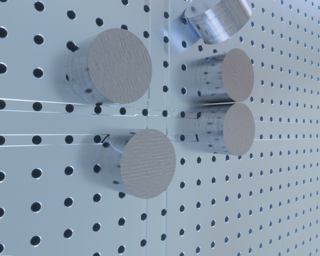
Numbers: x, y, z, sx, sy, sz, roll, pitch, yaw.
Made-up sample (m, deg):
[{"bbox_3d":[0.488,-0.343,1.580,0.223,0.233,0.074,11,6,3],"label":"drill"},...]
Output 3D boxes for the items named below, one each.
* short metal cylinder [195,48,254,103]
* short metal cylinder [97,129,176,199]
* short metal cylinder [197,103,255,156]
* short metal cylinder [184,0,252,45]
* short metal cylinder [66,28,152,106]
[{"bbox_3d":[0.101,-0.079,0.480,0.081,0.050,0.079,0,90,-40],"label":"short metal cylinder"},{"bbox_3d":[-0.027,0.041,0.372,0.081,0.050,0.079,0,90,-40],"label":"short metal cylinder"},{"bbox_3d":[0.104,0.002,0.483,0.081,0.050,0.079,0,90,-40],"label":"short metal cylinder"},{"bbox_3d":[0.083,-0.167,0.445,0.050,0.080,0.080,46,63,-31],"label":"short metal cylinder"},{"bbox_3d":[-0.056,-0.066,0.347,0.081,0.050,0.079,0,91,-40],"label":"short metal cylinder"}]
